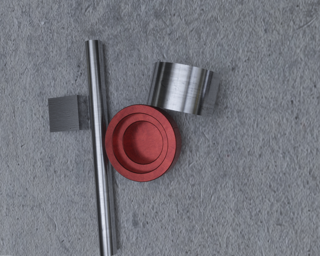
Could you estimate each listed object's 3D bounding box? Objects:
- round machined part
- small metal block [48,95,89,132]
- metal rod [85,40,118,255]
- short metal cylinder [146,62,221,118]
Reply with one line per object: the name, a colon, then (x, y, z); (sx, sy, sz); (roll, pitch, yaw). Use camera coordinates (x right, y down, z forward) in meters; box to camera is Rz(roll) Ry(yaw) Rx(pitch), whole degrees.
round machined part: (-0.018, 0.018, 0.405); (0.098, 0.042, 0.097); (1, 93, 21)
small metal block: (-0.135, -0.020, 0.456); (0.050, 0.025, 0.050); (-5, 89, 20)
metal rod: (-0.083, 0.027, 0.438); (0.025, 0.025, 0.298); (-5, 88, 20)
short metal cylinder: (0.028, -0.045, 0.370); (0.080, 0.080, 0.050); (13, 94, 19)
